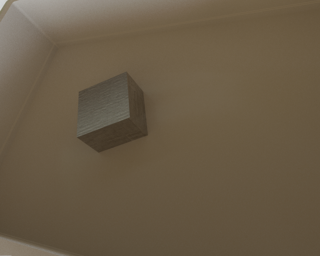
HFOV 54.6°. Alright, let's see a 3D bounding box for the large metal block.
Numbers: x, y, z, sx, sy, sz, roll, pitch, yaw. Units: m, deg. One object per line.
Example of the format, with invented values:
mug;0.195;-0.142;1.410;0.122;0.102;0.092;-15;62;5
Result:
large metal block;-0.068;-0.021;0.440;0.080;0.050;0.080;-20;54;17
